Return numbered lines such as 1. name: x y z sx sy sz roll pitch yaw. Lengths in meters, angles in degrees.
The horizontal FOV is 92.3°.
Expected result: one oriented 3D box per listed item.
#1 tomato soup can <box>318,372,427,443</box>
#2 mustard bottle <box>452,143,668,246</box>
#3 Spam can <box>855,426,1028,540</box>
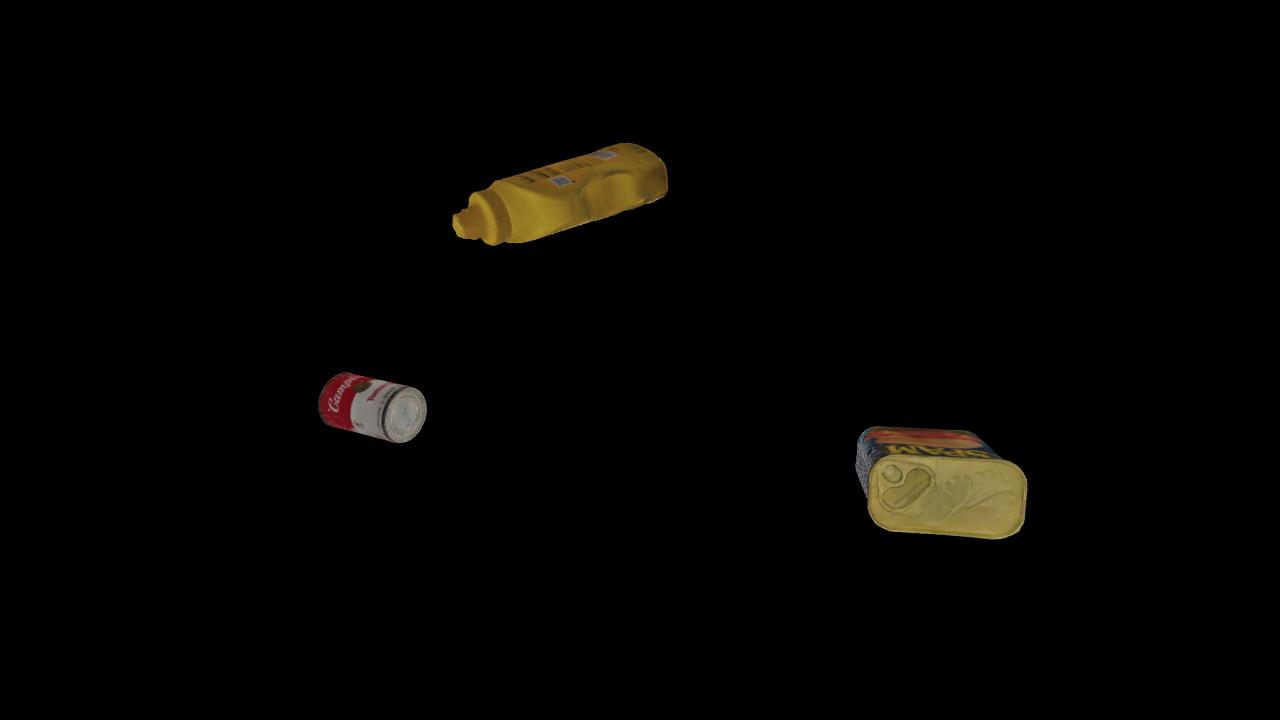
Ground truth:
1. tomato soup can: -0.311 0.056 0.717 0.101 0.068 0.068 10 4 22
2. mustard bottle: -0.071 -0.136 0.512 0.184 0.054 0.092 -28 42 -33
3. Spam can: 0.219 0.088 0.463 0.101 0.058 0.085 2 10 12
